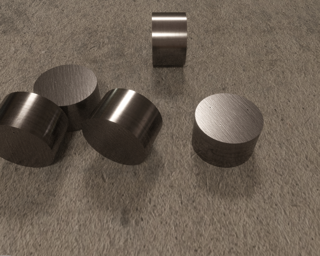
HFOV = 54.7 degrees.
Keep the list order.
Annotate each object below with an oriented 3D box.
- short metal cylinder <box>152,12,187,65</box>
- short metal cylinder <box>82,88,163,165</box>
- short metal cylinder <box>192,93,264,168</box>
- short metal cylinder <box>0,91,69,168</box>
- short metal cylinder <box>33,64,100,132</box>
[{"bbox_3d":[0.013,-0.139,0.484,0.050,0.080,0.080,-1,50,-1],"label":"short metal cylinder"},{"bbox_3d":[-0.044,0.000,0.367,0.080,0.080,0.050,17,52,13],"label":"short metal cylinder"},{"bbox_3d":[0.082,0.002,0.386,0.081,0.050,0.080,0,50,0],"label":"short metal cylinder"},{"bbox_3d":[-0.155,0.004,0.363,0.080,0.080,0.050,7,51,5],"label":"short metal cylinder"},{"bbox_3d":[-0.122,-0.041,0.420,0.081,0.050,0.080,0,50,0],"label":"short metal cylinder"}]
